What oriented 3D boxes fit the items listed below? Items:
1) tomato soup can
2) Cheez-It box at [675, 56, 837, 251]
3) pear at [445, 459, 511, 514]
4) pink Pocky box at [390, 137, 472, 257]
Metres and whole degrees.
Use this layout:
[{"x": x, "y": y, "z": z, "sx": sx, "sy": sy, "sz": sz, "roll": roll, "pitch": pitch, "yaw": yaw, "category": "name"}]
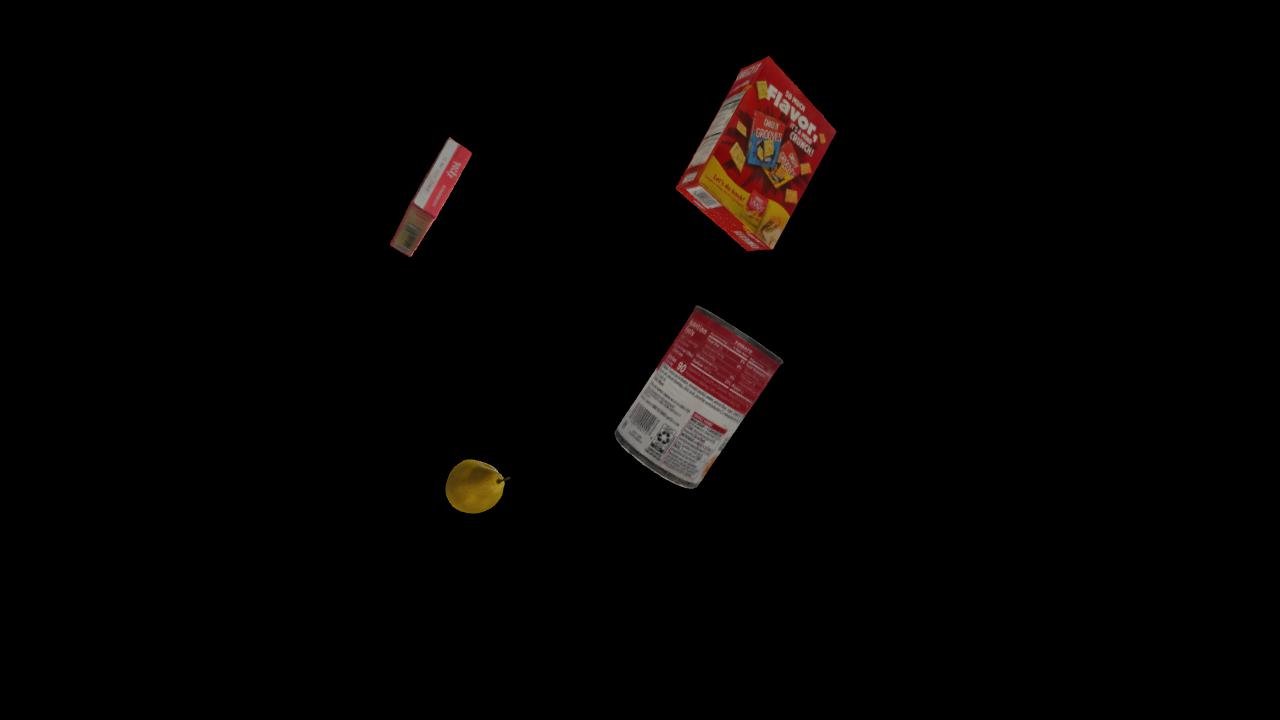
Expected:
[{"x": 0.038, "y": 0.025, "z": 0.402, "sx": 0.068, "sy": 0.101, "sz": 0.068, "roll": 33, "pitch": 4, "yaw": -2, "category": "tomato soup can"}, {"x": 0.174, "y": -0.298, "z": 0.907, "sx": 0.166, "sy": 0.223, "sz": 0.071, "roll": 33, "pitch": -9, "yaw": -29, "category": "Cheez-It box"}, {"x": -0.218, "y": 0.171, "z": 0.841, "sx": 0.080, "sy": 0.080, "sz": 0.111, "roll": 0, "pitch": -15, "yaw": -35, "category": "pear"}, {"x": -0.229, "y": -0.171, "z": 0.667, "sx": 0.029, "sy": 0.084, "sz": 0.155, "roll": 30, "pitch": -20, "yaw": -23, "category": "pink Pocky box"}]
